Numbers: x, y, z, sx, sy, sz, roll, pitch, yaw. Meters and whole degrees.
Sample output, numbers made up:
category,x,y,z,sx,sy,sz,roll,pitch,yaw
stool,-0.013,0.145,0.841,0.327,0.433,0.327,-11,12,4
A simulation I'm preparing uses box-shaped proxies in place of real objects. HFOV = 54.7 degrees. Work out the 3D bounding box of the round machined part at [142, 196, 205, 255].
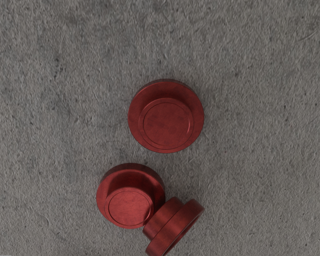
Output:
category,x,y,z,sx,sy,sz,roll,pitch,yaw
round machined part,0.014,0.134,0.429,0.042,0.098,0.098,41,108,19

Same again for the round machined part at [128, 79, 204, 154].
category,x,y,z,sx,sy,sz,roll,pitch,yaw
round machined part,0.008,-0.011,0.397,0.099,0.042,0.097,0,110,0

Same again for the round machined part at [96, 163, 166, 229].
category,x,y,z,sx,sy,sz,roll,pitch,yaw
round machined part,-0.041,0.102,0.438,0.099,0.042,0.097,0,110,0
